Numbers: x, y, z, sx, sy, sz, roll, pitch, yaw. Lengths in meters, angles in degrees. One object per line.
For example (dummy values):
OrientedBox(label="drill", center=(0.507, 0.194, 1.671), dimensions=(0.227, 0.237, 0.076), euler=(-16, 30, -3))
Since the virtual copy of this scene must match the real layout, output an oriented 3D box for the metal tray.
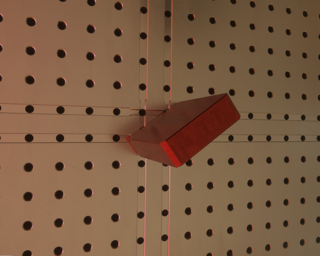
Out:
OrientedBox(label="metal tray", center=(0.022, 0.001, 0.366), dimensions=(0.090, 0.130, 0.030), euler=(-36, 102, -17))
